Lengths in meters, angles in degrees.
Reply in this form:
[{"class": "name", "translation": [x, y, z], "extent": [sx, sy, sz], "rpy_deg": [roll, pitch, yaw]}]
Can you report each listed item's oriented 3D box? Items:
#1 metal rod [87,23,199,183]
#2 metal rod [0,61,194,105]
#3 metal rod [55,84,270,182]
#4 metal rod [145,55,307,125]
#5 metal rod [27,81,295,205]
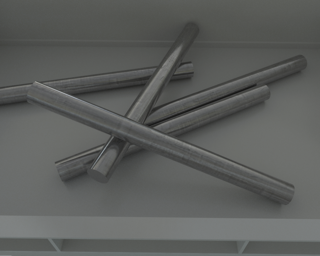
[{"class": "metal rod", "translation": [-0.007, -0.055, 0.416], "extent": [0.025, 0.025, 0.301], "rpy_deg": [18, 52, 15]}, {"class": "metal rod", "translation": [-0.099, -0.067, 0.460], "extent": [0.302, 0.025, 0.025], "rpy_deg": [-9, 51, -8]}, {"class": "metal rod", "translation": [0.017, -0.001, 0.405], "extent": [0.302, 0.025, 0.025], "rpy_deg": [-21, 53, -17]}, {"class": "metal rod", "translation": [0.090, -0.052, 0.449], "extent": [0.302, 0.025, 0.025], "rpy_deg": [-21, 53, -17]}, {"class": "metal rod", "translation": [0.003, 0.018, 0.339], "extent": [0.301, 0.025, 0.025], "rpy_deg": [22, 52, -2]}]
